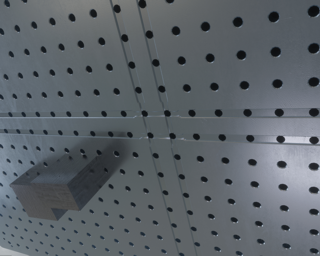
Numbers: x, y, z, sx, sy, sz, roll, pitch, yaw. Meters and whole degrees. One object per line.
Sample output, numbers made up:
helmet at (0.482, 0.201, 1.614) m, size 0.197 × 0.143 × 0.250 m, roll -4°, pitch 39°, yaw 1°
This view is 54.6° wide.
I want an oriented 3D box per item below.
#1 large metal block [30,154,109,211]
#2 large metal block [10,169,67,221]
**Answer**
large metal block at (-0.145, 0.086, 0.506) m, size 0.080 × 0.080 × 0.050 m, roll -4°, pitch 117°, yaw 30°
large metal block at (-0.223, 0.126, 0.592) m, size 0.080 × 0.050 × 0.080 m, roll -3°, pitch 117°, yaw 30°
